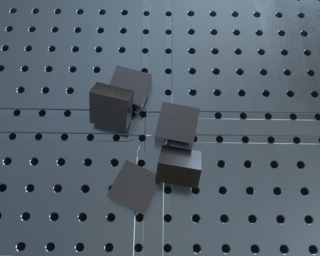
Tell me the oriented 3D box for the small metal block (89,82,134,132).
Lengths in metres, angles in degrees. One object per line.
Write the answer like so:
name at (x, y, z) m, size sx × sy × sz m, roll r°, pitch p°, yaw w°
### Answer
small metal block at (-0.063, -0.027, 0.405) m, size 0.050 × 0.050 × 0.025 m, roll 14°, pitch 40°, yaw 4°

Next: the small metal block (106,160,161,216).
small metal block at (-0.030, 0.075, 0.384) m, size 0.050 × 0.025 × 0.050 m, roll 25°, pitch 72°, yaw 8°

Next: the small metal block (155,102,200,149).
small metal block at (0.023, -0.003, 0.413) m, size 0.050 × 0.025 × 0.050 m, roll 11°, pitch 70°, yaw 3°

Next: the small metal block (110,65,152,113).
small metal block at (-0.043, -0.054, 0.431) m, size 0.050 × 0.025 × 0.050 m, roll 15°, pitch 71°, yaw 5°

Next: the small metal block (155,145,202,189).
small metal block at (0.024, 0.046, 0.380) m, size 0.050 × 0.050 × 0.025 m, roll 10°, pitch 112°, yaw 3°
